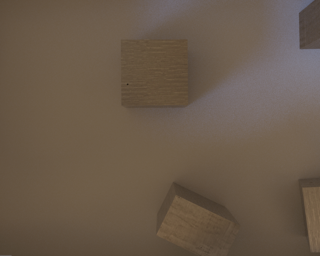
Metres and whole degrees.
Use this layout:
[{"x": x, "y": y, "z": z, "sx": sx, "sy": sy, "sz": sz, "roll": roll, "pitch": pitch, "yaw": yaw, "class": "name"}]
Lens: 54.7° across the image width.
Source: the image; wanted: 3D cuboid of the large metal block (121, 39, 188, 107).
[{"x": -0.007, "y": -0.067, "z": 0.399, "sx": 0.081, "sy": 0.050, "sz": 0.080, "roll": 0, "pitch": 90, "yaw": 0, "class": "large metal block"}]

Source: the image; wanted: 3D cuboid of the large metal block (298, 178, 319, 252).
[{"x": 0.225, "y": 0.106, "z": 0.389, "sx": 0.080, "sy": 0.050, "sz": 0.080, "roll": -7, "pitch": 90, "yaw": 19, "class": "large metal block"}]

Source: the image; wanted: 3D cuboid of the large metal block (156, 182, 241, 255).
[{"x": 0.043, "y": 0.114, "z": 0.384, "sx": 0.080, "sy": 0.080, "sz": 0.050, "roll": 26, "pitch": 90, "yaw": 0, "class": "large metal block"}]

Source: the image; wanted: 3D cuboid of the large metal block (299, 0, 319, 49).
[{"x": 0.231, "y": -0.134, "z": 0.385, "sx": 0.081, "sy": 0.080, "sz": 0.050, "roll": -1, "pitch": 90, "yaw": 0, "class": "large metal block"}]
